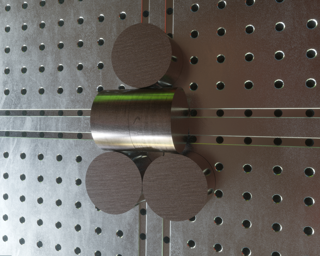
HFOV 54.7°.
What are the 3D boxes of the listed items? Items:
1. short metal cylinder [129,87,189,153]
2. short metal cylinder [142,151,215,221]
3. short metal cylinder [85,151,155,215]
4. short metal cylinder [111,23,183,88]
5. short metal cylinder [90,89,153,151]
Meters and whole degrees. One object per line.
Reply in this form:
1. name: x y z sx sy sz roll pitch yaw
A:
1. short metal cylinder: 0.001 -0.010 0.383 0.050 0.080 0.079 0 90 20
2. short metal cylinder: 0.025 0.070 0.388 0.080 0.050 0.079 0 90 19
3. short metal cylinder: -0.051 0.070 0.415 0.080 0.050 0.079 0 90 19
4. short metal cylinder: -0.015 -0.089 0.404 0.080 0.050 0.079 0 90 19
5. short metal cylinder: -0.046 -0.010 0.399 0.050 0.080 0.079 0 90 20
